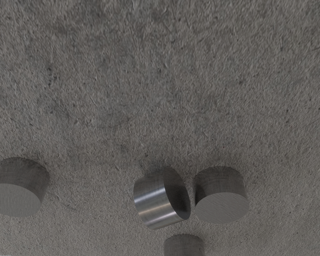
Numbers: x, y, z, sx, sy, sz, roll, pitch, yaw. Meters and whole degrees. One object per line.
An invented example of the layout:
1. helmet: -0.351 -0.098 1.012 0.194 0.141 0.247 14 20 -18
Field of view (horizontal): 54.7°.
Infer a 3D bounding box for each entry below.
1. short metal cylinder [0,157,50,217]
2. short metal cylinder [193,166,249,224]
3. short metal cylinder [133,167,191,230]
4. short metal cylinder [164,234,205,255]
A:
1. short metal cylinder: -0.213 0.089 0.465 0.081 0.050 0.079 0 130 0
2. short metal cylinder: 0.092 0.105 0.481 0.081 0.050 0.079 0 130 0
3. short metal cylinder: 0.004 0.104 0.459 0.050 0.080 0.080 -25 126 20
4. short metal cylinder: 0.048 0.251 0.605 0.081 0.050 0.079 0 130 0
